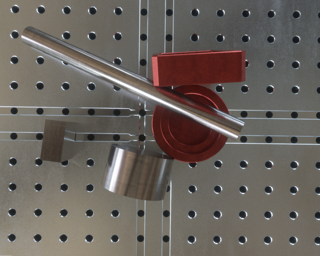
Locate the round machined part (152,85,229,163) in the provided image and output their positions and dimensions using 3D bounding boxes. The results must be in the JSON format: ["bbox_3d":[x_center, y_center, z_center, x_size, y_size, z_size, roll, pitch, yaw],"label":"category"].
[{"bbox_3d":[0.039,-0.006,0.405,0.099,0.042,0.097,0,90,-1],"label":"round machined part"}]

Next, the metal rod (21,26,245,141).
[{"bbox_3d":[-0.042,-0.060,0.381,0.301,0.025,0.025,26,90,12],"label":"metal rod"}]

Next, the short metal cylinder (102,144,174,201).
[{"bbox_3d":[-0.027,0.053,0.386,0.080,0.080,0.050,13,90,-1],"label":"short metal cylinder"}]

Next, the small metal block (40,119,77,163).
[{"bbox_3d":[-0.129,0.015,0.399,0.025,0.050,0.050,8,90,0],"label":"small metal block"}]

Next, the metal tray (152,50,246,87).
[{"bbox_3d":[0.037,-0.073,0.360,0.091,0.130,0.030,-3,104,0],"label":"metal tray"}]
